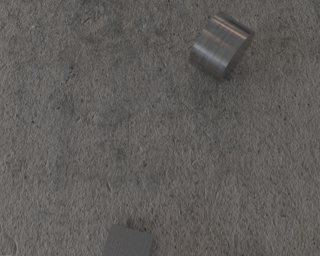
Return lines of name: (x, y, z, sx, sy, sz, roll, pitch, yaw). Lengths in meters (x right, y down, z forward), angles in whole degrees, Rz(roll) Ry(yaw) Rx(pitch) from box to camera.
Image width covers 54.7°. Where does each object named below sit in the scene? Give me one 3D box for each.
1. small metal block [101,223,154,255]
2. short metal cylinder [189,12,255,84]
small metal block: (-0.038, 0.142, 0.356, 0.050, 0.025, 0.050, 15, 71, 5)
short metal cylinder: (0.083, -0.107, 0.419, 0.050, 0.080, 0.080, 36, 74, 12)
